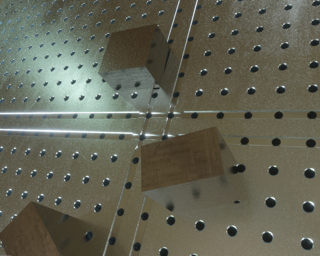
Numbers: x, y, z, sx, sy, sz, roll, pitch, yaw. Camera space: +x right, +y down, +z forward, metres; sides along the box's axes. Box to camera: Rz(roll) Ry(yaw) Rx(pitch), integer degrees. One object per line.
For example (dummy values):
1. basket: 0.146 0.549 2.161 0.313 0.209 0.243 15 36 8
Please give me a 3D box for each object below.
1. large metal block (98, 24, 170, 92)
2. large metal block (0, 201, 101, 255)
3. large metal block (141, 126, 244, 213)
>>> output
1. large metal block: -0.038 -0.106 0.475 0.080 0.050 0.080 -2 61 27
2. large metal block: -0.120 0.138 0.349 0.050 0.080 0.080 -47 52 -5
3. large metal block: 0.035 0.048 0.325 0.080 0.080 0.050 -16 56 19
